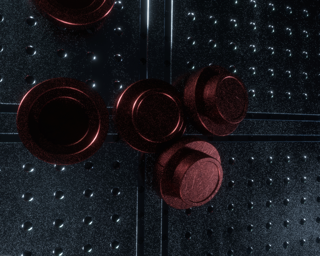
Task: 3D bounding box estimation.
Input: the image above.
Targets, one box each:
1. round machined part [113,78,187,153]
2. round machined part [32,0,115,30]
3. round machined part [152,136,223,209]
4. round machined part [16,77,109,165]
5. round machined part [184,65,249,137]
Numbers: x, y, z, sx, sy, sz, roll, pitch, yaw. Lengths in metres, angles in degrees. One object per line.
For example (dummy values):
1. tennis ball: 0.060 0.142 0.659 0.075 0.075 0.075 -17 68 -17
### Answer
1. round machined part: -0.009 -0.016 0.401 0.099 0.042 0.097 0 90 -20
2. round machined part: -0.103 -0.165 0.366 0.099 0.042 0.097 0 90 -21
3. round machined part: 0.043 0.063 0.405 0.099 0.042 0.097 -11 111 -29
4. round machined part: -0.112 -0.008 0.363 0.099 0.042 0.097 0 90 -21
5. round machined part: 0.083 -0.038 0.421 0.099 0.042 0.097 5 82 -38
